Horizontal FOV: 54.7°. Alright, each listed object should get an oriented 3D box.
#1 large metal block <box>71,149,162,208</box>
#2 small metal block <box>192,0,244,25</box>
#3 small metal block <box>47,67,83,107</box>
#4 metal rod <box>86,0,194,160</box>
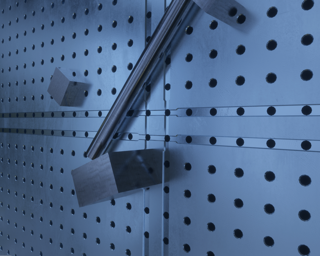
[{"bbox_3d":[-0.058,0.067,0.420,0.080,0.081,0.050,-27,73,36],"label":"large metal block"},{"bbox_3d":[0.057,-0.146,0.344,0.025,0.050,0.050,-51,60,27],"label":"small metal block"},{"bbox_3d":[-0.168,-0.072,0.545,0.050,0.025,0.050,42,115,31],"label":"small metal block"},{"bbox_3d":[-0.031,-0.069,0.432,0.025,0.025,0.298,48,118,29],"label":"metal rod"}]
